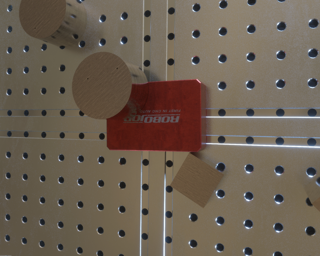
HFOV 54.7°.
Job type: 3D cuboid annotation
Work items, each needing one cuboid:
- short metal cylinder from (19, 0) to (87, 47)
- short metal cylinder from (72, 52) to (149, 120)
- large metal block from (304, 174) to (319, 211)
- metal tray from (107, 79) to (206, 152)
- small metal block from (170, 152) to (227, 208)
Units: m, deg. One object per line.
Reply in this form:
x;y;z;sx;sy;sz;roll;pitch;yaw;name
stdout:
-0.156;-0.165;0.454;0.080;0.050;0.079;0;90;20;short metal cylinder
-0.061;-0.050;0.388;0.080;0.050;0.079;0;90;20;short metal cylinder
0.199;0.082;0.313;0.050;0.080;0.080;-47;76;14;large metal block
-0.006;-0.015;0.412;0.130;0.030;0.089;0;90;19;metal tray
0.049;0.065;0.395;0.050;0.025;0.050;32;100;17;small metal block
